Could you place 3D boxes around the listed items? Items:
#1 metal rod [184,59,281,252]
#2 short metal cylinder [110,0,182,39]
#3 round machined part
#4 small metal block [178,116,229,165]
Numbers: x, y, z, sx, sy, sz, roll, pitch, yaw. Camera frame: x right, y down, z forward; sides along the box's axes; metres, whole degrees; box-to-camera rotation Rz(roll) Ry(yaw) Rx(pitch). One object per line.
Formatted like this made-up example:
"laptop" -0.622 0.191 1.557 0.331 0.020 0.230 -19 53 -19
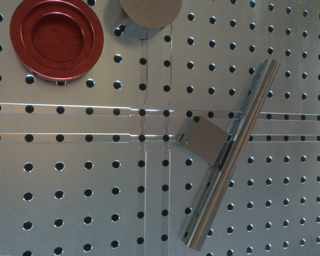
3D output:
"metal rod" 0.109 0.033 0.454 0.025 0.025 0.299 29 80 -18
"short metal cylinder" -0.019 -0.159 0.393 0.081 0.050 0.079 0 90 -20
"round machined part" -0.118 -0.102 0.360 0.099 0.042 0.097 0 90 -21
"small metal block" 0.061 0.018 0.437 0.050 0.025 0.050 32 79 -18
